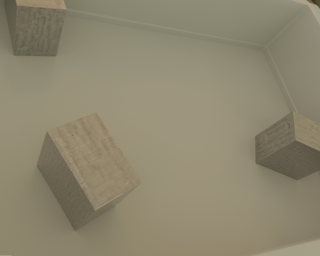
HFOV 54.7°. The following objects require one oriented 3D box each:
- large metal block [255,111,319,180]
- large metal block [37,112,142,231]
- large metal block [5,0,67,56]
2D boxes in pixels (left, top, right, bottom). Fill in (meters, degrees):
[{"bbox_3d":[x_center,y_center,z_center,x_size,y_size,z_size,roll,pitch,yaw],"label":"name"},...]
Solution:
[{"bbox_3d":[0.201,0.029,0.460,0.080,0.080,0.050,22,54,-15],"label":"large metal block"},{"bbox_3d":[-0.073,0.044,0.304,0.050,0.080,0.080,-26,76,-37],"label":"large metal block"},{"bbox_3d":[-0.154,-0.145,0.375,0.050,0.080,0.080,-7,66,-30],"label":"large metal block"}]
